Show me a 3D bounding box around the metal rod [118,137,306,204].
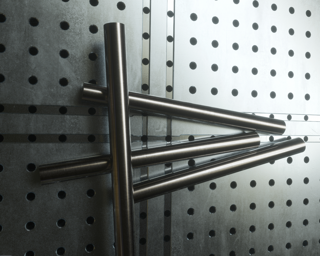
[{"bbox_3d":[0.083,0.058,0.443,0.302,0.025,0.025,-13,95,-20],"label":"metal rod"}]

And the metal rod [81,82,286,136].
[{"bbox_3d":[0.046,-0.022,0.429,0.302,0.025,0.025,9,87,-20],"label":"metal rod"}]

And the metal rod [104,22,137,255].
[{"bbox_3d":[-0.046,0.029,0.367,0.025,0.025,0.298,-3,91,-20],"label":"metal rod"}]

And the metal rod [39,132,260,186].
[{"bbox_3d":[0.001,0.036,0.412,0.302,0.025,0.025,-7,93,-20],"label":"metal rod"}]
